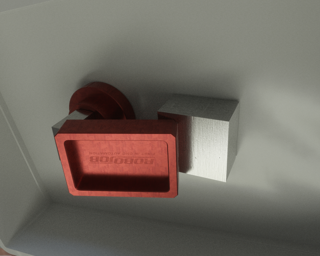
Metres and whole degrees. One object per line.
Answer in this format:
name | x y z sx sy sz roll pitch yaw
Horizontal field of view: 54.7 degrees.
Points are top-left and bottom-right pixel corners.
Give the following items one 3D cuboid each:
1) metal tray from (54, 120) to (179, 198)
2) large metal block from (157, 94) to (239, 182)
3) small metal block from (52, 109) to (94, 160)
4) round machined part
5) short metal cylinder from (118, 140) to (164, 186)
metal tray | -0.045 0.036 0.357 0.131 0.030 0.089 0 121 6
large metal block | 0.047 0.010 0.369 0.080 0.050 0.079 9 123 23
small metal block | -0.107 0.010 0.397 0.025 0.050 0.050 12 123 21
round machined part | -0.087 -0.012 0.432 0.098 0.042 0.097 13 124 20
short metal cylinder | -0.027 0.048 0.418 0.080 0.050 0.079 6 132 7
